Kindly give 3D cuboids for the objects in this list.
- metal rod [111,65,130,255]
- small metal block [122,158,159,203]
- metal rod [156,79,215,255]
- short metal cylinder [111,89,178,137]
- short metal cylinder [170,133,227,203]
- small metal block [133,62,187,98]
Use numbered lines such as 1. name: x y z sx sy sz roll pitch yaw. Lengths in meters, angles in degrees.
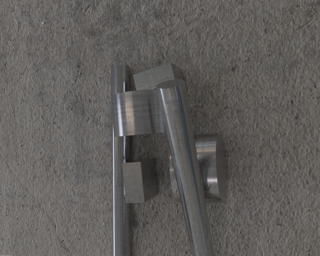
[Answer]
1. metal rod: -0.054 0.064 0.427 0.025 0.025 0.298 0 90 20
2. small metal block: -0.024 0.067 0.404 0.025 0.050 0.050 -6 88 20
3. metal rod: 0.039 0.095 0.328 0.025 0.025 0.298 -4 115 20
4. short metal cylinder: -0.019 -0.017 0.386 0.080 0.080 0.050 -5 89 20
5. short metal cylinder: 0.048 0.047 0.363 0.050 0.080 0.080 -5 89 20
6. small metal block: 0.001 -0.059 0.395 0.050 0.050 0.025 -15 85 19
